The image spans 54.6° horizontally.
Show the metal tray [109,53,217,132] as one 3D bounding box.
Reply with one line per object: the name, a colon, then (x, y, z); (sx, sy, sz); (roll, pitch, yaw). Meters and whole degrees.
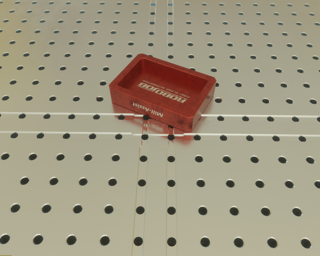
metal tray: (0.004, -0.055, 0.450); (0.130, 0.030, 0.090); (22, 53, 17)
